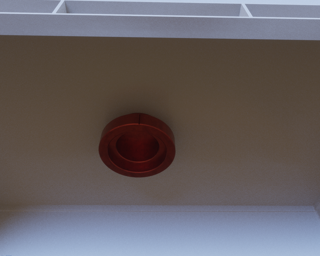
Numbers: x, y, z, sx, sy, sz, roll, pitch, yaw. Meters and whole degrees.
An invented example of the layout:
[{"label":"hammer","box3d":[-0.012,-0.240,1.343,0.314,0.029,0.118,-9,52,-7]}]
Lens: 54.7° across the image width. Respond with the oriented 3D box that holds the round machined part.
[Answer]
[{"label":"round machined part","box3d":[-0.029,0.018,0.413,0.099,0.042,0.097,-1,130,0]}]
